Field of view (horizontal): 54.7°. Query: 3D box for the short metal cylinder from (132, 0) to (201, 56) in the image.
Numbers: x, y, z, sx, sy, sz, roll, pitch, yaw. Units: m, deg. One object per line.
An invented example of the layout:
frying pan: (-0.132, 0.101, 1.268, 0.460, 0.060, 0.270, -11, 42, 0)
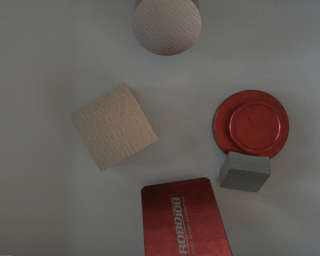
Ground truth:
short metal cylinder: (0.009, -0.136, 0.378, 0.081, 0.050, 0.079, 1, 135, 1)

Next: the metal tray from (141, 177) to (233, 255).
metal tray: (0.027, 0.121, 0.364, 0.091, 0.130, 0.030, -8, 128, -1)

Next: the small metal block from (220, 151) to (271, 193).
small metal block: (0.108, 0.057, 0.398, 0.050, 0.050, 0.025, 8, 52, -1)

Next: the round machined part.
round machined part: (0.120, -0.001, 0.405, 0.099, 0.042, 0.097, 0, 90, -1)

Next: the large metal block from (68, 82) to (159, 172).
large metal block: (-0.056, -0.001, 0.398, 0.080, 0.050, 0.080, -30, 90, 0)
